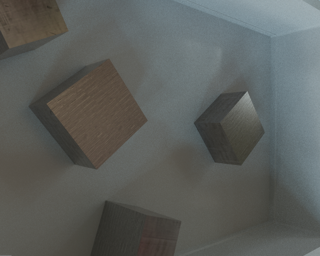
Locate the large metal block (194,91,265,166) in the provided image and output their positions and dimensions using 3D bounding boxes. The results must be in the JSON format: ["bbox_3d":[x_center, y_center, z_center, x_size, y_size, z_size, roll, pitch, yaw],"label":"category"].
[{"bbox_3d":[0.110,0.000,0.482,0.080,0.050,0.080,-45,117,-31],"label":"large metal block"}]

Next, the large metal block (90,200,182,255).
[{"bbox_3d":[-0.030,0.132,0.346,0.050,0.080,0.080,23,76,-38],"label":"large metal block"}]

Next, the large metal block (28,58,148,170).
[{"bbox_3d":[-0.073,-0.015,0.329,0.080,0.050,0.080,-46,118,-30],"label":"large metal block"}]

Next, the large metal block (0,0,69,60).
[{"bbox_3d":[-0.132,-0.105,0.260,0.050,0.080,0.080,-33,111,-35],"label":"large metal block"}]
